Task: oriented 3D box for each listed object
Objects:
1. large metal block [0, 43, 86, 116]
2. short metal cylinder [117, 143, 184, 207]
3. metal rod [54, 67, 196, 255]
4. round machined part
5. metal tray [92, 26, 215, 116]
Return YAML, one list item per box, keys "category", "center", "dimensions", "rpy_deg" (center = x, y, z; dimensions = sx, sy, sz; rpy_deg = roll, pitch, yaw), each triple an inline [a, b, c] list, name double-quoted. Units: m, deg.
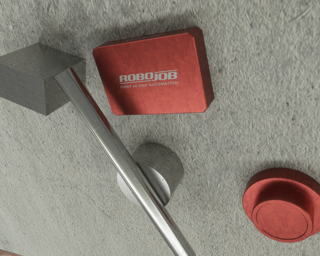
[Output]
- category: "large metal block"
  center: [-0.156, -0.068, 0.410]
  dimensions: [0.080, 0.080, 0.050]
  rpy_deg: [21, 126, 15]
- category: "short metal cylinder"
  center: [-0.013, 0.067, 0.438]
  dimensions: [0.080, 0.050, 0.079]
  rpy_deg: [13, 124, 20]
- category: "metal rod"
  center: [-0.037, 0.059, 0.396]
  dimensions: [0.025, 0.025, 0.299]
  rpy_deg: [-21, 107, 35]
- category: "round machined part"
  center: [0.150, 0.100, 0.378]
  dimensions: [0.098, 0.042, 0.097]
  rpy_deg: [13, 124, 20]
- category: "metal tray"
  center: [-0.008, -0.063, 0.368]
  dimensions: [0.130, 0.030, 0.089]
  rpy_deg: [-1, 118, 28]
